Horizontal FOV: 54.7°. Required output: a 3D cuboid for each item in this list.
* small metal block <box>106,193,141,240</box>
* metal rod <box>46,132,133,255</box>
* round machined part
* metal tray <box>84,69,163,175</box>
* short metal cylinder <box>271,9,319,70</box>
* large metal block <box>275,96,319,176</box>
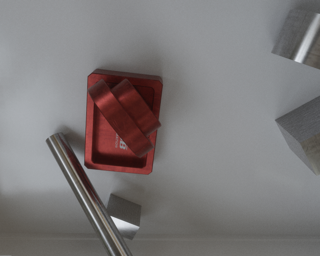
[{"bbox_3d":[-0.056,0.126,0.444,0.050,0.050,0.025,24,108,-9],"label":"small metal block"},{"bbox_3d":[-0.062,0.135,0.383,0.025,0.025,0.299,-36,77,12],"label":"metal rod"},{"bbox_3d":[-0.035,-0.017,0.353,0.042,0.098,0.098,-37,107,-2],"label":"round machined part"},{"bbox_3d":[-0.049,-0.006,0.405,0.091,0.030,0.129,6,110,-3],"label":"metal tray"},{"bbox_3d":[0.175,-0.096,0.349,0.080,0.080,0.050,17,109,-7],"label":"short metal cylinder"},{"bbox_3d":[0.204,0.003,0.386,0.080,0.080,0.050,-30,108,10],"label":"large metal block"}]
